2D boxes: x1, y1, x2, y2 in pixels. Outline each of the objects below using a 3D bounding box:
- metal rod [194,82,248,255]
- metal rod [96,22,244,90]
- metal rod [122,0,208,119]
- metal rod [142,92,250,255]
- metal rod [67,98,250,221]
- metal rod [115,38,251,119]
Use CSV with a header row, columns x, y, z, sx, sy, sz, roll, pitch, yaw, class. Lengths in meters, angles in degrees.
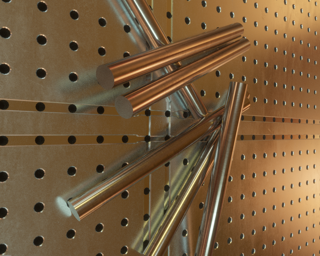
x,y,z,sx,sy,sz,roll,pitch,yaw,class
0.082,0.084,0.442,0.025,0.025,0.298,7,96,-40,metal rod
0.037,-0.106,0.408,0.302,0.025,0.025,-32,110,-45,metal rod
-0.016,-0.133,0.394,0.025,0.025,0.300,-49,119,-29,metal rod
0.064,0.055,0.461,0.025,0.025,0.301,49,61,-29,metal rod
0.020,0.024,0.409,0.302,0.025,0.025,-30,109,-31,metal rod
0.052,-0.081,0.421,0.302,0.025,0.025,-34,111,-45,metal rod
